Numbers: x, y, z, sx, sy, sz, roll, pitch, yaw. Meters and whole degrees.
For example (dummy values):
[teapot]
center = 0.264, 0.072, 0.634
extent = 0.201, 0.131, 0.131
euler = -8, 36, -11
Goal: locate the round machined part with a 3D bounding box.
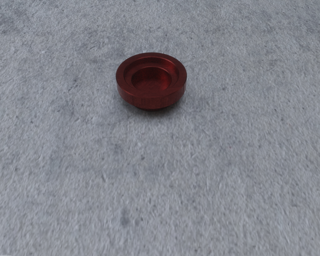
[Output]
[round machined part]
center = -0.012, -0.062, 0.444
extent = 0.099, 0.042, 0.098
euler = 0, 50, 0
